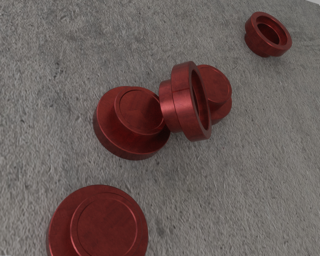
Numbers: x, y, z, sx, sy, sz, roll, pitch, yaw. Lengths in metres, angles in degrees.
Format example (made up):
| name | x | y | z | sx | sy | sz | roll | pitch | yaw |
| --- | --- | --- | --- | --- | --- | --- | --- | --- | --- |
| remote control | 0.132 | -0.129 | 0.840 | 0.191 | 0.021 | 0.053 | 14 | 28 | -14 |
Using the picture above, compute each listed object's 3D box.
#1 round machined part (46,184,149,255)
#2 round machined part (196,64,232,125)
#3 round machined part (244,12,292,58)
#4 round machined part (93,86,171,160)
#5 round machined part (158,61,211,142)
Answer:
| name | x | y | z | sx | sy | sz | roll | pitch | yaw |
| --- | --- | --- | --- | --- | --- | --- | --- | --- | --- |
| round machined part | -0.056 | 0.101 | 0.301 | 0.099 | 0.042 | 0.098 | 14 | 56 | -21 |
| round machined part | 0.068 | -0.056 | 0.463 | 0.099 | 0.042 | 0.098 | 14 | 56 | -21 |
| round machined part | 0.208 | -0.179 | 0.614 | 0.099 | 0.042 | 0.098 | 14 | 56 | -21 |
| round machined part | -0.030 | -0.013 | 0.384 | 0.099 | 0.042 | 0.098 | 13 | 56 | -21 |
| round machined part | 0.030 | -0.030 | 0.384 | 0.098 | 0.042 | 0.097 | -12 | 90 | -71 |
